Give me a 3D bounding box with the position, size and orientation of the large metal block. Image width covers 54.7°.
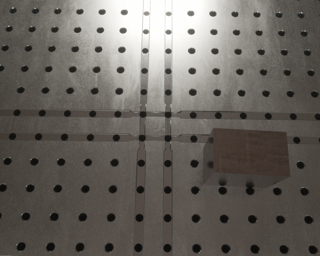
[{"bbox_3d":[0.097,0.039,0.370,0.081,0.080,0.050,3,70,1],"label":"large metal block"}]
